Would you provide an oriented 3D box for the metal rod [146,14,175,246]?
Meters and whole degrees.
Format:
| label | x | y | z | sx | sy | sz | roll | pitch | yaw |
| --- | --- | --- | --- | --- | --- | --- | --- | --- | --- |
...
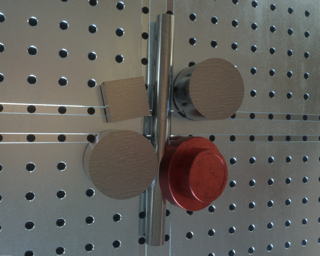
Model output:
| label | x | y | z | sx | sy | sz | roll | pitch | yaw |
| --- | --- | --- | --- | --- | --- | --- | --- | --- | --- |
| metal rod | 0.001 | 0.002 | 0.409 | 0.025 | 0.025 | 0.298 | 3 | 89 | -20 |

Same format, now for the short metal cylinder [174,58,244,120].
| label | x | y | z | sx | sy | sz | roll | pitch | yaw |
| --- | --- | --- | --- | --- | --- | --- | --- | --- | --- |
| short metal cylinder | 0.065 | -0.050 | 0.419 | 0.081 | 0.050 | 0.079 | 0 | 90 | -20 |

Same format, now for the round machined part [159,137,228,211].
| label | x | y | z | sx | sy | sz | roll | pitch | yaw |
| --- | --- | --- | --- | --- | --- | --- | --- | --- | --- |
| round machined part | 0.051 | 0.060 | 0.405 | 0.099 | 0.042 | 0.097 | 0 | 89 | -36 |

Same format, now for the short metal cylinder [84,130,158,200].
| label | x | y | z | sx | sy | sz | roll | pitch | yaw |
| --- | --- | --- | --- | --- | --- | --- | --- | --- | --- |
| short metal cylinder | -0.049 | 0.042 | 0.377 | 0.081 | 0.050 | 0.079 | 0 | 90 | -20 |

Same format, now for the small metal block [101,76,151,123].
| label | x | y | z | sx | sy | sz | roll | pitch | yaw |
| --- | --- | --- | --- | --- | --- | --- | --- | --- | --- |
| small metal block | -0.044 | -0.036 | 0.392 | 0.050 | 0.025 | 0.050 | -12 | 94 | -20 |
